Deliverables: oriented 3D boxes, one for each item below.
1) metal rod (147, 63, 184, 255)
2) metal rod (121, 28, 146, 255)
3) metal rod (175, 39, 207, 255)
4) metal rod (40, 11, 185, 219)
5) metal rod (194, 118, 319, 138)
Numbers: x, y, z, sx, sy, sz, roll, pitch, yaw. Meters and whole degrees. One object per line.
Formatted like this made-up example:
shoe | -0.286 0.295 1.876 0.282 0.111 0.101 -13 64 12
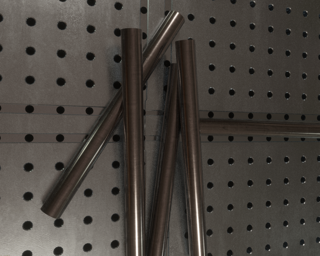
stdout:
metal rod | 0.008 0.063 0.416 0.025 0.025 0.298 8 87 -20
metal rod | -0.032 0.033 0.383 0.025 0.025 0.298 -3 98 -20
metal rod | 0.043 0.037 0.412 0.025 0.025 0.298 -8 99 -20
metal rod | -0.053 -0.025 0.393 0.025 0.025 0.300 35 79 -17
metal rod | 0.184 0.002 0.482 0.303 0.025 0.025 2 90 -21
